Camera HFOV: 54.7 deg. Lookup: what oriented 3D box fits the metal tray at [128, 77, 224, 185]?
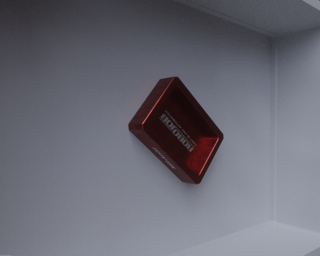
[{"bbox_3d":[0.028,0.005,0.426,0.130,0.030,0.090,47,62,-30],"label":"metal tray"}]
